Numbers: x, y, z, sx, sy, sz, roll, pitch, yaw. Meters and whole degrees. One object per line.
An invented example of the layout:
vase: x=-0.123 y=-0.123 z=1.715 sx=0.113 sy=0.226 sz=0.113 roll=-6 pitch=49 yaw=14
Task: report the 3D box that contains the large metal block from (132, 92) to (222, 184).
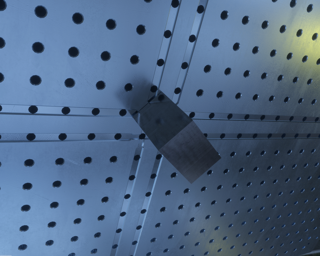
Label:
large metal block: x=0.021 y=0.012 z=0.393 sx=0.050 sy=0.080 sz=0.080 roll=-41 pitch=130 yaw=0
